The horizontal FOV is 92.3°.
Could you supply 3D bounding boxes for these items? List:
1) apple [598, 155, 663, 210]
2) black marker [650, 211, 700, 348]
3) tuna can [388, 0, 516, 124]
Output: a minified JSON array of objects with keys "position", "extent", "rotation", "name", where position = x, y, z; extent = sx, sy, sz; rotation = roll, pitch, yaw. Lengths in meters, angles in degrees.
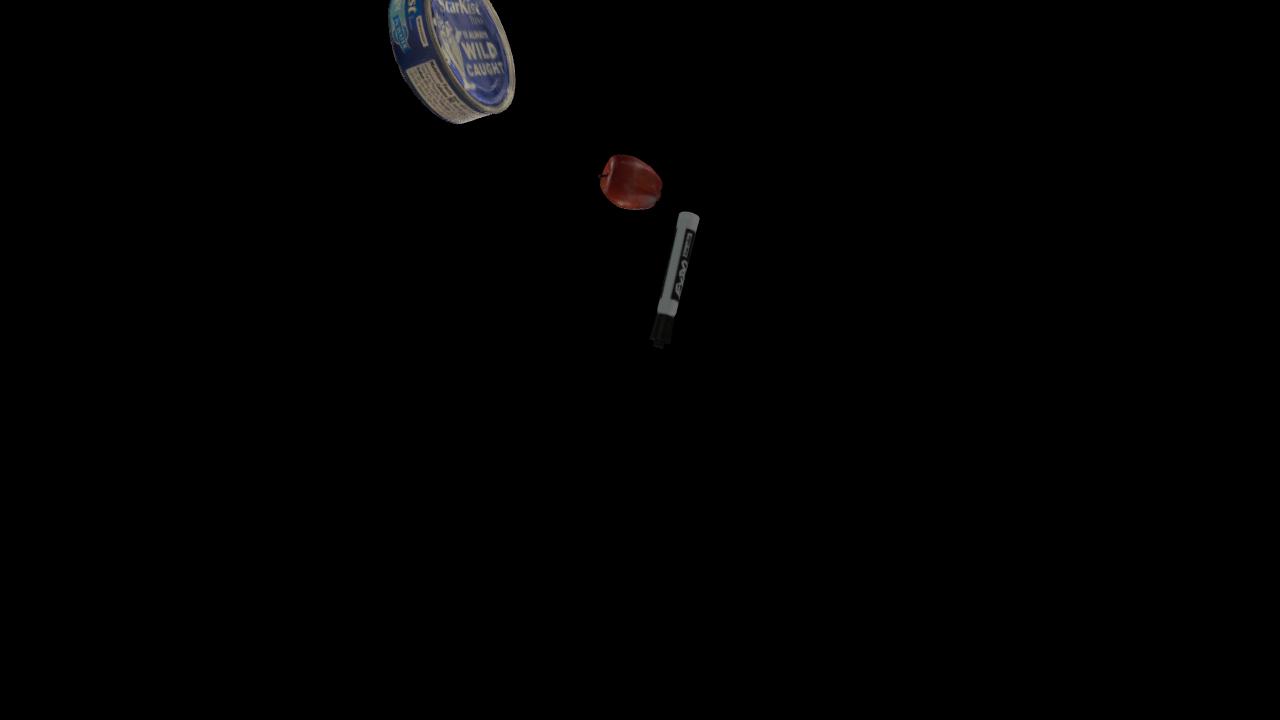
[{"position":[-0.015,-0.259,0.900],"extent":[0.093,0.079,0.079],"rotation":[14,-4,-15],"name":"apple"},{"position":[0.029,-0.069,0.534],"extent":[0.020,0.121,0.020],"rotation":[14,-7,2],"name":"black marker"},{"position":[-0.115,-0.194,0.384],"extent":[0.034,0.084,0.084],"rotation":[-7,-3,22],"name":"tuna can"}]
